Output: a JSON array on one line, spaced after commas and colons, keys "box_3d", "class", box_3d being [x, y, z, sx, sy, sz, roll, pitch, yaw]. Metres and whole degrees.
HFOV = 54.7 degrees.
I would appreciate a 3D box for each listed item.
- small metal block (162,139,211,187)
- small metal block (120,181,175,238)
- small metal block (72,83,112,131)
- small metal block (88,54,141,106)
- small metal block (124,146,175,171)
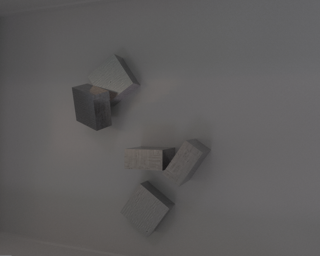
[{"box_3d": [0.034, 0.042, 0.385, 0.025, 0.050, 0.050, 37, 102, 16], "class": "small metal block"}, {"box_3d": [-0.017, 0.108, 0.416, 0.050, 0.025, 0.050, 38, 102, 16], "class": "small metal block"}, {"box_3d": [-0.093, -0.030, 0.425, 0.050, 0.025, 0.050, 22, 124, 40], "class": "small metal block"}, {"box_3d": [-0.064, -0.066, 0.433, 0.050, 0.025, 0.050, -36, 79, 16], "class": "small metal block"}, {"box_3d": [-0.012, 0.038, 0.401, 0.050, 0.050, 0.025, 0, 90, 20], "class": "small metal block"}]
